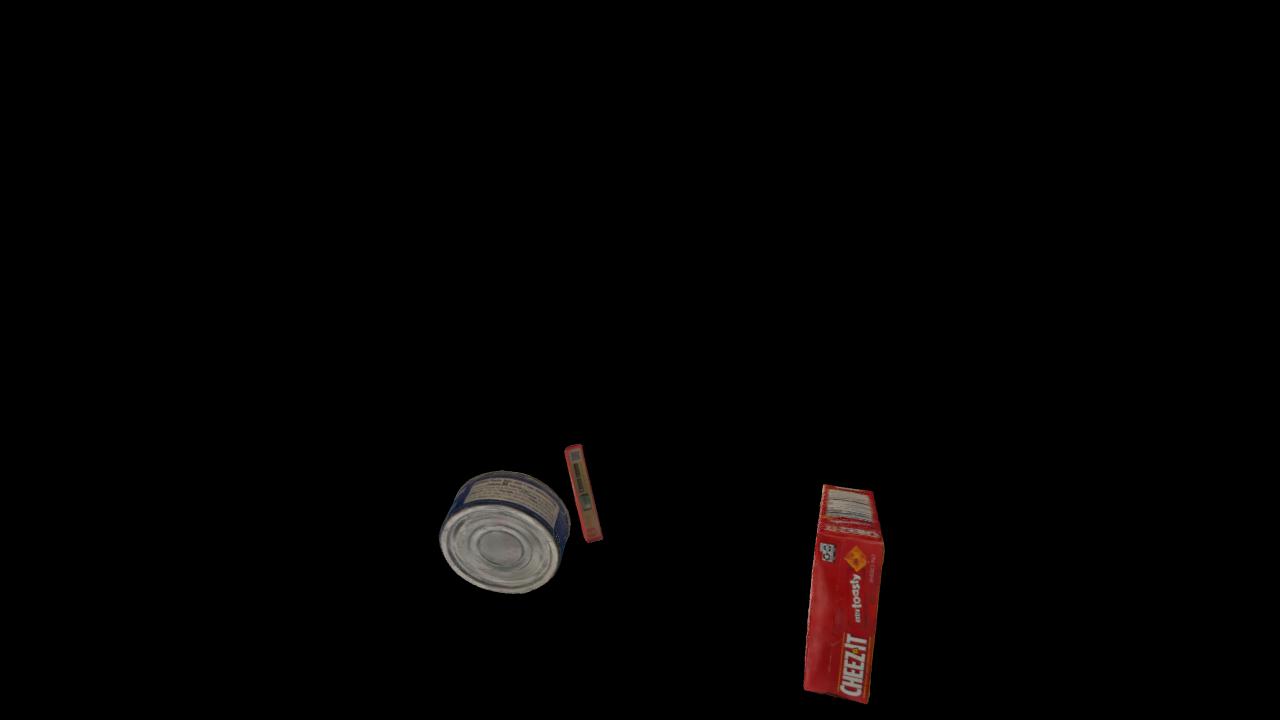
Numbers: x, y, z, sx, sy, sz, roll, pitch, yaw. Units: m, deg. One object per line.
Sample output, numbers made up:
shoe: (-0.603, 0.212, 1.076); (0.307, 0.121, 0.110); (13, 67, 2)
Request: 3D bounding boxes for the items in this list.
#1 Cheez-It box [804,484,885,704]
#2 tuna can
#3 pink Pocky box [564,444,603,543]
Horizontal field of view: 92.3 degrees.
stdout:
Cheez-It box: (0.233, 0.249, 0.703); (0.071, 0.166, 0.223); (4, 3, 19)
tuna can: (-0.092, 0.119, 0.419); (0.084, 0.084, 0.034); (0, 28, 6)
pink Pocky box: (-0.094, 0.217, 1.007); (0.029, 0.155, 0.084); (-12, -10, -11)
